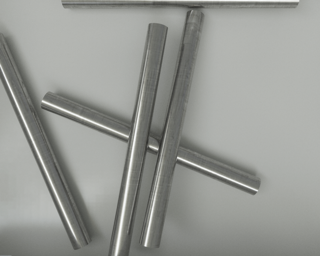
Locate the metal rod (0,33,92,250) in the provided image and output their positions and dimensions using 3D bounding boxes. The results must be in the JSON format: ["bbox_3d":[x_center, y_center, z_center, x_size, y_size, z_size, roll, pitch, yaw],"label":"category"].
[{"bbox_3d":[-0.161,0.017,0.409,0.025,0.025,0.299,-23,90,0],"label":"metal rod"}]

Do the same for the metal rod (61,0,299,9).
[{"bbox_3d":[0.024,-0.169,0.403,0.302,0.025,0.025,1,90,2],"label":"metal rod"}]

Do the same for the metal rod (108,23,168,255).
[{"bbox_3d":[-0.028,0.021,0.385,0.025,0.025,0.298,10,90,-1],"label":"metal rod"}]

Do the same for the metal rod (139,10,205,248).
[{"bbox_3d":[0.017,-0.006,0.390,0.025,0.025,0.299,12,81,-1],"label":"metal rod"}]

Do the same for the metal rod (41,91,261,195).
[{"bbox_3d":[-0.011,0.021,0.411,0.301,0.025,0.025,22,90,-1],"label":"metal rod"}]
